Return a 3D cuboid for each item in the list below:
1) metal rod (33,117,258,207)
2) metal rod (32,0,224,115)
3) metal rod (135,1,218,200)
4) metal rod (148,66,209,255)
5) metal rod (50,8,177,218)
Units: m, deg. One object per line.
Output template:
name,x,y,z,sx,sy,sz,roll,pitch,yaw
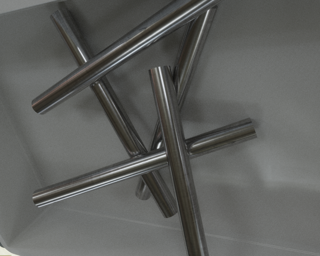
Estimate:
metal rod,-0.030,0.049,0.391,0.301,0.025,0.025,-20,109,14
metal rod,-0.048,-0.081,0.343,0.299,0.025,0.025,-24,106,32
metal rod,0.010,-0.010,0.397,0.025,0.025,0.298,26,128,12
metal rod,0.030,0.079,0.353,0.025,0.025,0.298,-10,93,32
metal rod,-0.055,-0.013,0.407,0.025,0.025,0.299,-23,100,36
